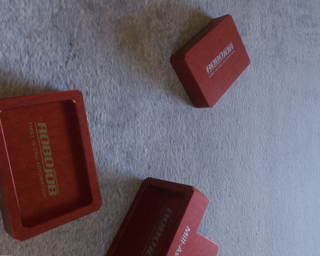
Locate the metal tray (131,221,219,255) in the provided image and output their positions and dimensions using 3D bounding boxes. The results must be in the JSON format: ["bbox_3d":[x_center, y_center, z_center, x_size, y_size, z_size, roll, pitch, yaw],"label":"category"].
[{"bbox_3d":[0.019,0.180,0.421,0.130,0.030,0.090,39,66,-33],"label":"metal tray"}]

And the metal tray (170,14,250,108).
[{"bbox_3d":[0.081,-0.102,0.472,0.131,0.030,0.090,-47,118,-30],"label":"metal tray"}]

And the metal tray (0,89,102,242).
[{"bbox_3d":[-0.114,0.032,0.307,0.091,0.030,0.129,-15,100,-39],"label":"metal tray"}]

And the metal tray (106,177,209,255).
[{"bbox_3d":[-0.008,0.126,0.357,0.030,0.090,0.130,42,65,-33],"label":"metal tray"}]
